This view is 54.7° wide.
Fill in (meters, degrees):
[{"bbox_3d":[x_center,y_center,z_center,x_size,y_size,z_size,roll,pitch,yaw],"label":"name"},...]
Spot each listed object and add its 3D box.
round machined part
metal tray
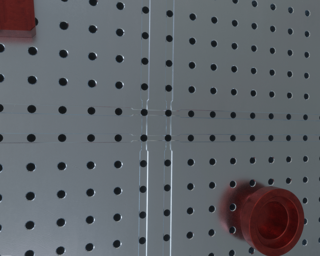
[{"bbox_3d":[0.162,0.136,0.464,0.099,0.042,0.097,0,90,-20],"label":"round machined part"},{"bbox_3d":[-0.207,-0.148,0.333,0.131,0.030,0.089,-4,92,-20],"label":"metal tray"}]
